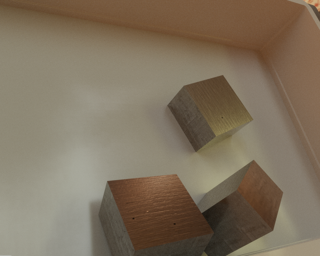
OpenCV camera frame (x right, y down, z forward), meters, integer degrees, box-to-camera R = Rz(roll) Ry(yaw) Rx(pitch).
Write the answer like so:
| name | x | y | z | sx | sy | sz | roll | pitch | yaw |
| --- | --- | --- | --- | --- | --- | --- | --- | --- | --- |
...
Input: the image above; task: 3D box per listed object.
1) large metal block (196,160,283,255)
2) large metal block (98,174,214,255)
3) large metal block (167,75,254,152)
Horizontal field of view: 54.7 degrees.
| name | x | y | z | sx | sy | sz | roll | pitch | yaw |
| --- | --- | --- | --- | --- | --- | --- | --- | --- | --- |
| large metal block | 0.084 | 0.091 | 0.348 | 0.050 | 0.080 | 0.080 | 49 | 31 | 6 |
| large metal block | -0.008 | 0.095 | 0.309 | 0.081 | 0.050 | 0.080 | -1 | 36 | -29 |
| large metal block | 0.072 | -0.022 | 0.444 | 0.081 | 0.050 | 0.080 | -20 | 73 | -36 |
